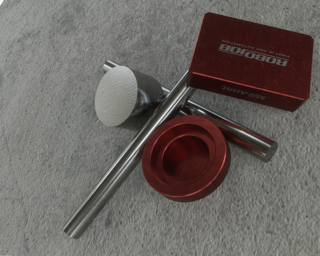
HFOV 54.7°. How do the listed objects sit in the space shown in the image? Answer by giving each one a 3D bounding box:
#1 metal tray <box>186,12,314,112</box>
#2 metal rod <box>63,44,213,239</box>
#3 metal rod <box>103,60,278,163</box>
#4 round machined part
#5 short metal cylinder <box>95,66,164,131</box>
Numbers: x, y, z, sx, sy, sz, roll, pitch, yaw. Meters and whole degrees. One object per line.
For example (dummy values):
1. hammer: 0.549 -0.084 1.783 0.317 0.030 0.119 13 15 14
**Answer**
1. metal tray: 0.104 -0.078 0.359 0.131 0.030 0.090 15 66 4
2. metal rod: -0.017 0.012 0.385 0.300 0.025 0.025 -52 52 0
3. metal rod: 0.017 -0.037 0.420 0.300 0.025 0.025 32 80 38
4. round machined part: 0.033 0.037 0.354 0.098 0.042 0.098 -13 56 21
5. short metal cylinder: -0.042 -0.038 0.418 0.080 0.050 0.080 -8 77 39
